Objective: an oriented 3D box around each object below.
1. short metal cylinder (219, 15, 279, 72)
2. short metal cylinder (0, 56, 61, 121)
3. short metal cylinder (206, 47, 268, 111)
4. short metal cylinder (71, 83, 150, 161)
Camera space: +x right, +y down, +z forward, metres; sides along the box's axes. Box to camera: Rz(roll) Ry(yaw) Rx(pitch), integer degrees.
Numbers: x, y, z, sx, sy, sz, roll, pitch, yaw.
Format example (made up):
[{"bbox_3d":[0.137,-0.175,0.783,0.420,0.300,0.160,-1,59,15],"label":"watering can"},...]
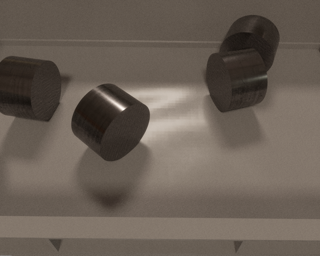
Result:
[{"bbox_3d":[0.137,-0.124,0.476,0.080,0.080,0.050,18,52,14],"label":"short metal cylinder"},{"bbox_3d":[-0.173,-0.052,0.411,0.050,0.080,0.080,9,51,7],"label":"short metal cylinder"},{"bbox_3d":[0.103,-0.067,0.427,0.050,0.080,0.080,-13,51,-11],"label":"short metal cylinder"},{"bbox_3d":[-0.058,-0.007,0.374,0.050,0.080,0.080,35,58,25],"label":"short metal cylinder"}]
